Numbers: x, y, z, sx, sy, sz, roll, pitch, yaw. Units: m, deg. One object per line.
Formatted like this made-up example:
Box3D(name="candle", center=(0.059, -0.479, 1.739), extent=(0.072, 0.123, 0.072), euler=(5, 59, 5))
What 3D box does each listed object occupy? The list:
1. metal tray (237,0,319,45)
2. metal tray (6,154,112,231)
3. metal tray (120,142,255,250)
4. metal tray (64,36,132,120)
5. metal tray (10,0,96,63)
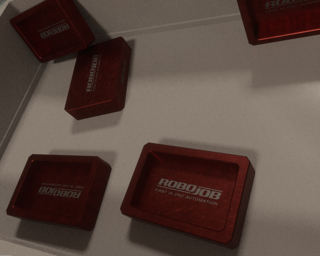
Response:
Box3D(name="metal tray", center=(0.165, -0.150, 0.368), extent=(0.130, 0.090, 0.030), euler=(-4, 60, 26))
Box3D(name="metal tray", center=(-0.138, 0.083, 0.421), extent=(0.130, 0.030, 0.090), euler=(-1, 61, 27))
Box3D(name="metal tray", center=(0.029, 0.069, 0.343), extent=(0.130, 0.030, 0.090), euler=(7, 65, 30))
Box3D(name="metal tray", center=(-0.098, -0.081, 0.502), extent=(0.090, 0.030, 0.130), euler=(-11, 57, 22))
Box3D(name="metal tray", center=(-0.186, -0.169, 0.533), extent=(0.130, 0.090, 0.030), euler=(-6, 39, 35))
